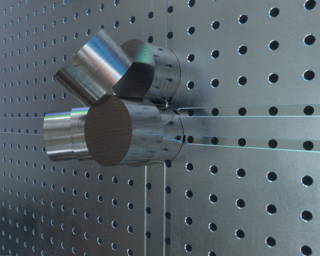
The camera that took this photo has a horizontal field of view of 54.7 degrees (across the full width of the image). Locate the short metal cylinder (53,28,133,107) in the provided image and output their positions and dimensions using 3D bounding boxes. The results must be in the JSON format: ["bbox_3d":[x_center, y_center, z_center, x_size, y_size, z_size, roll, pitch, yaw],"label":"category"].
[{"bbox_3d":[-0.078,-0.070,0.364,0.080,0.080,0.050,-30,115,36],"label":"short metal cylinder"}]

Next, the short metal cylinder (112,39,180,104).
[{"bbox_3d":[-0.020,-0.072,0.409,0.080,0.050,0.079,0,90,40],"label":"short metal cylinder"}]

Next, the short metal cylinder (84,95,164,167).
[{"bbox_3d":[-0.043,0.003,0.361,0.080,0.050,0.080,0,90,40],"label":"short metal cylinder"}]

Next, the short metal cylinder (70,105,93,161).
[{"bbox_3d":[-0.091,0.005,0.439,0.050,0.080,0.080,-5,86,-2],"label":"short metal cylinder"}]

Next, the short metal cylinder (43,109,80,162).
[{"bbox_3d":[-0.143,0.010,0.483,0.050,0.080,0.080,-6,85,-2],"label":"short metal cylinder"}]

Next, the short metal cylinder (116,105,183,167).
[{"bbox_3d":[-0.017,0.009,0.406,0.080,0.050,0.080,0,90,40],"label":"short metal cylinder"}]
